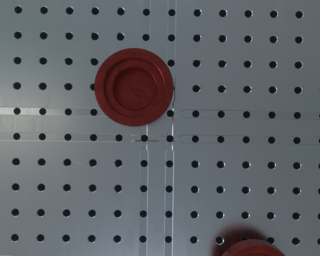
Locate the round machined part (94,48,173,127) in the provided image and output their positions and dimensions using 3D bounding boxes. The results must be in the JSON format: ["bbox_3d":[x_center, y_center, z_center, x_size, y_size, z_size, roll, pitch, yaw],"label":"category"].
[{"bbox_3d":[-0.032,-0.051,0.405,0.099,0.042,0.097,0,90,0],"label":"round machined part"}]

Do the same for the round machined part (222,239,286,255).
[{"bbox_3d":[0.122,0.194,0.406,0.099,0.042,0.097,0,90,0],"label":"round machined part"}]
